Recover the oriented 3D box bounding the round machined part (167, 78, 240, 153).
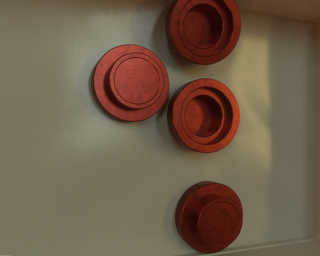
[{"bbox_3d":[0.055,-0.016,0.421,0.099,0.042,0.097,0,90,-20],"label":"round machined part"}]

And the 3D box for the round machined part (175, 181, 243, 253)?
[{"bbox_3d":[0.074,0.125,0.429,0.099,0.042,0.097,0,90,-20],"label":"round machined part"}]

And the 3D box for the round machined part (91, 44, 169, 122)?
[{"bbox_3d":[-0.034,-0.057,0.389,0.099,0.042,0.097,0,90,-20],"label":"round machined part"}]

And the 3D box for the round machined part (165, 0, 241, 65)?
[{"bbox_3d":[0.054,-0.135,0.413,0.099,0.042,0.097,-4,105,-16],"label":"round machined part"}]
